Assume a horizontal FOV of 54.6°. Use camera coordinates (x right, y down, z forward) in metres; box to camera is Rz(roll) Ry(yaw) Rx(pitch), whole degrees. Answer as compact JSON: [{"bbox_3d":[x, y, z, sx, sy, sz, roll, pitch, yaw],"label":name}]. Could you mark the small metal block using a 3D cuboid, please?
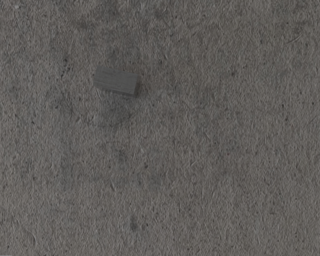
[{"bbox_3d":[-0.053,-0.058,0.397,0.050,0.050,0.025,13,90,0],"label":"small metal block"}]
